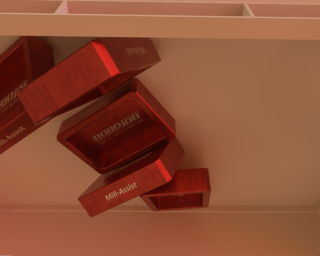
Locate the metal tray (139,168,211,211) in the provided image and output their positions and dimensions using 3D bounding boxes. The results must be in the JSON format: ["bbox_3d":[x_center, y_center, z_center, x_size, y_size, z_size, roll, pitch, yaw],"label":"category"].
[{"bbox_3d":[0.025,0.093,0.449,0.090,0.030,0.130,-6,156,5],"label":"metal tray"}]

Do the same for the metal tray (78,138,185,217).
[{"bbox_3d":[-0.036,0.063,0.416,0.130,0.090,0.030,-28,98,22],"label":"metal tray"}]

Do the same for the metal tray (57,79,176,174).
[{"bbox_3d":[-0.056,0.003,0.407,0.130,0.030,0.090,-29,125,22],"label":"metal tray"}]

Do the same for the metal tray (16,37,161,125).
[{"bbox_3d":[-0.059,-0.051,0.296,0.090,0.130,0.030,-27,98,21],"label":"metal tray"}]

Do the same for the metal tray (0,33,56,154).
[{"bbox_3d":[-0.166,-0.029,0.334,0.130,0.090,0.030,-29,153,25],"label":"metal tray"}]
